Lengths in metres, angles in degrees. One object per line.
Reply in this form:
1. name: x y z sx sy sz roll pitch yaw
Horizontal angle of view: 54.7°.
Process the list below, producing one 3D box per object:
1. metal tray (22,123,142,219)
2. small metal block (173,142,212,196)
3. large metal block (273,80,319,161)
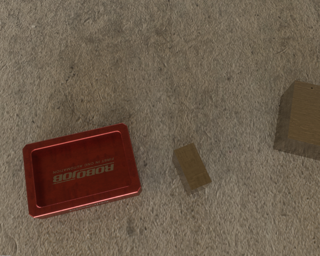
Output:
1. metal tray: -0.095 0.052 0.385 0.131 0.030 0.090 -13 71 -5
2. small metal block: 0.037 0.051 0.376 0.025 0.050 0.050 -21 72 -7
3. large metal block: 0.200 -0.007 0.399 0.080 0.050 0.080 14 71 5
